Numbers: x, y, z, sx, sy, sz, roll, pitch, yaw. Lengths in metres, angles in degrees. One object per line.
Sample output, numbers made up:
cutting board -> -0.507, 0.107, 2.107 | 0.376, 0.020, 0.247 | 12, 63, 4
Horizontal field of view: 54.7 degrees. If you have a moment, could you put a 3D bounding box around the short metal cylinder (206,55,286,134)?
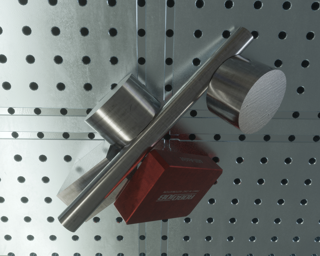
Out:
short metal cylinder -> 0.102, -0.040, 0.366 | 0.081, 0.050, 0.079 | -24, 132, -29

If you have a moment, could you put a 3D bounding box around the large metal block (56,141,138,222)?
large metal block -> -0.077, 0.061, 0.405 | 0.080, 0.080, 0.050 | -38, 106, 12

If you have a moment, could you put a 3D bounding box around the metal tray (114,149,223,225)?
metal tray -> 0.016, 0.076, 0.396 | 0.131, 0.030, 0.090 | 13, 117, -50

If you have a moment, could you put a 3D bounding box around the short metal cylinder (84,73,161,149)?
short metal cylinder -> -0.045, -0.020, 0.376 | 0.080, 0.080, 0.050 | -41, 105, 13

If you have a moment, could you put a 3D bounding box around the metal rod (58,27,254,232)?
metal rod -> 0.001, -0.004, 0.355 | 0.025, 0.025, 0.300 | 45, 82, -15
